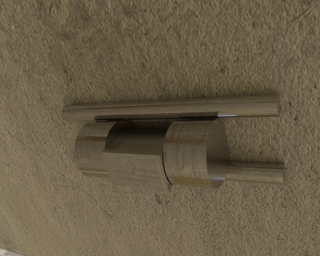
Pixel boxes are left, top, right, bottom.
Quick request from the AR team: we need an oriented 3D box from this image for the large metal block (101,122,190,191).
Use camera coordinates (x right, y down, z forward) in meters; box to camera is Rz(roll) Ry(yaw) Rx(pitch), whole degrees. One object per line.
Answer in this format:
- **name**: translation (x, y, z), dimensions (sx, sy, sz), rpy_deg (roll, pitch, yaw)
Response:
- **large metal block**: translation (-0.014, 0.032, 0.397), dimensions (0.080, 0.080, 0.050), rpy_deg (0, 119, 28)

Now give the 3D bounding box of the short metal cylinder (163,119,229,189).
- **short metal cylinder**: translation (0.045, 0.030, 0.367), dimensions (0.050, 0.080, 0.080), rpy_deg (-1, 118, 29)

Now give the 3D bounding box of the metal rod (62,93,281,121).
- **metal rod**: translation (-0.007, -0.023, 0.398), dimensions (0.300, 0.025, 0.025), rpy_deg (0, 118, 28)

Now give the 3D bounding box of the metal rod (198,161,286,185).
- **metal rod**: translation (0.014, 0.055, 0.435), dimensions (0.300, 0.025, 0.025), rpy_deg (0, 118, 28)

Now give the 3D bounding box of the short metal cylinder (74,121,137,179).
- **short metal cylinder**: translation (-0.071, 0.030, 0.428), dimensions (0.050, 0.080, 0.080), rpy_deg (-1, 118, 29)
